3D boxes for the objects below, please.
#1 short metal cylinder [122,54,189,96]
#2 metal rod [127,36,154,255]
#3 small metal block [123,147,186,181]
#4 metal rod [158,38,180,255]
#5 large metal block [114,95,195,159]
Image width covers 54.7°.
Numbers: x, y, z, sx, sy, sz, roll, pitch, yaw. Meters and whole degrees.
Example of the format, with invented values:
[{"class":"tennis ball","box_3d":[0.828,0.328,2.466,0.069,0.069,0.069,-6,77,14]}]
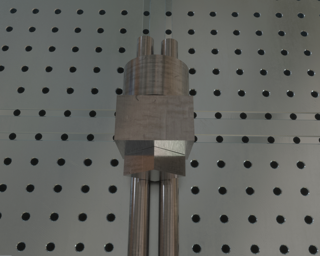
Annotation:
[{"class":"short metal cylinder","box_3d":[-0.005,-0.046,0.377,0.081,0.080,0.050,1,70,0]},{"class":"metal rod","box_3d":[-0.023,0.011,0.409,0.025,0.025,0.299,1,70,0]},{"class":"small metal block","box_3d":[-0.006,0.043,0.358,0.050,0.050,0.025,19,63,-42]},{"class":"metal rod","box_3d":[0.012,0.015,0.408,0.025,0.025,0.299,1,70,0]},{"class":"large metal block","box_3d":[-0.005,0.002,0.355,0.081,0.080,0.050,0,70,0]}]
